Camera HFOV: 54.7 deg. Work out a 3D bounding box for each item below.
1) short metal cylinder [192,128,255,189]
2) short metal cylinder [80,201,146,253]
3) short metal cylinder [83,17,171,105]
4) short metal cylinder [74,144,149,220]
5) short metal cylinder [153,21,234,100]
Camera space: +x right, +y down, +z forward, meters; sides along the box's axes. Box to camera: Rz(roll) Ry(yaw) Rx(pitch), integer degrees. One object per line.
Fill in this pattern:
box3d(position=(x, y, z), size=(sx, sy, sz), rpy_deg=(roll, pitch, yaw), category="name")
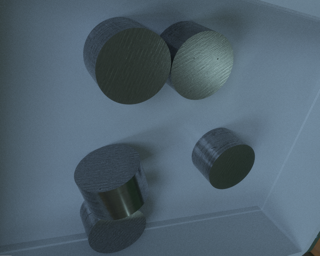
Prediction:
box3d(position=(0.096, 0.046, 0.473), size=(0.081, 0.050, 0.079), rpy_deg=(-14, 124, -21), category="short metal cylinder")
box3d(position=(-0.066, 0.127, 0.435), size=(0.081, 0.050, 0.079), rpy_deg=(-14, 124, -21), category="short metal cylinder")
box3d(position=(-0.035, -0.072, 0.329), size=(0.081, 0.050, 0.079), rpy_deg=(-14, 124, -21), category="short metal cylinder")
box3d(position=(-0.058, 0.065, 0.382), size=(0.081, 0.080, 0.050), rpy_deg=(-23, 127, -14), category="short metal cylinder")
box3d(position=(0.038, -0.080, 0.364), size=(0.081, 0.050, 0.079), rpy_deg=(-14, 124, -21), category="short metal cylinder")
